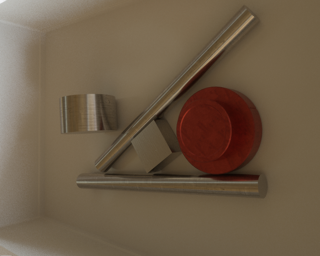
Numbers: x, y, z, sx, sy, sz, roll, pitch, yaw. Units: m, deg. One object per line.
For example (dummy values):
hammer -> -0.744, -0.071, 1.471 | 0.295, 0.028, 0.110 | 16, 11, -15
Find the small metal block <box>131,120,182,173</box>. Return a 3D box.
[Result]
small metal block -> -0.004, 0.024, 0.406 | 0.050, 0.025, 0.050 | -43, 65, 31

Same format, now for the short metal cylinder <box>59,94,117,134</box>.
short metal cylinder -> -0.104, -0.018, 0.453 | 0.080, 0.081, 0.050 | -6, 86, 39

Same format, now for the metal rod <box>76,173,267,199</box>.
metal rod -> -0.010, 0.073, 0.411 | 0.300, 0.025, 0.025 | -7, 86, 39

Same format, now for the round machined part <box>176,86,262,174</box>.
round machined part -> 0.058, 0.003, 0.343 | 0.098, 0.042, 0.097 | 0, 90, 39

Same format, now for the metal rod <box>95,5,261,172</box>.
metal rod -> 0.004, -0.031, 0.400 | 0.299, 0.025, 0.025 | -44, 64, 31
